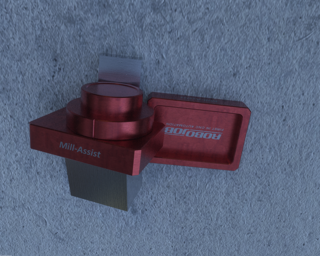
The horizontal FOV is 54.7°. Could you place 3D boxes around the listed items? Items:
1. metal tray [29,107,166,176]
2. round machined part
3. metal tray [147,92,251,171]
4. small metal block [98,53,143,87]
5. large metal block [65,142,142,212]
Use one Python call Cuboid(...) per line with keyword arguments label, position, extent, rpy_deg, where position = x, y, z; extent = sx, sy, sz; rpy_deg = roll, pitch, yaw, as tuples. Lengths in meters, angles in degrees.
Cuboid(label="metal tray", position=(-0.069, 0.008, 0.360), extent=(0.131, 0.090, 0.030), rpy_deg=(13, 111, 14))
Cuboid(label="round machined part", position=(-0.055, -0.024, 0.351), extent=(0.099, 0.098, 0.042), rpy_deg=(6, 110, -3))
Cuboid(label="metal tray", position=(0.045, 0.005, 0.411), extent=(0.131, 0.030, 0.089), rpy_deg=(6, 110, -3))
Cuboid(label="small metal block", position=(-0.049, -0.064, 0.387), extent=(0.050, 0.025, 0.050), rpy_deg=(6, 110, -3))
Cuboid(label="large metal block", position=(-0.069, 0.051, 0.395), extent=(0.080, 0.050, 0.079), rpy_deg=(12, 124, 14))
